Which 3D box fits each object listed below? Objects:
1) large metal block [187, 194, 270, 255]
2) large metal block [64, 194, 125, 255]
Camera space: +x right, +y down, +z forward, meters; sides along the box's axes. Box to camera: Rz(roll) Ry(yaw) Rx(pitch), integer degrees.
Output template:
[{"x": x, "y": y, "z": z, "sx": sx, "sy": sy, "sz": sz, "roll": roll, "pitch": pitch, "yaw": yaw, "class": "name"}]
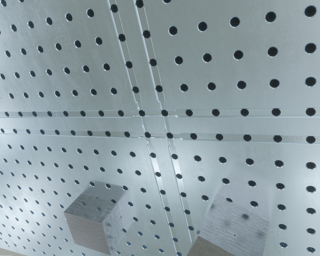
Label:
[{"x": 0.093, "y": 0.149, "z": 0.418, "sx": 0.080, "sy": 0.080, "sz": 0.050, "roll": 27, "pitch": 128, "yaw": 11, "class": "large metal block"}, {"x": -0.117, "y": 0.174, "z": 0.562, "sx": 0.080, "sy": 0.050, "sz": 0.079, "roll": 7, "pitch": 122, "yaw": 24, "class": "large metal block"}]
